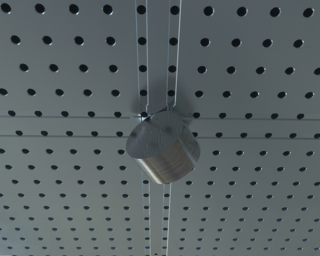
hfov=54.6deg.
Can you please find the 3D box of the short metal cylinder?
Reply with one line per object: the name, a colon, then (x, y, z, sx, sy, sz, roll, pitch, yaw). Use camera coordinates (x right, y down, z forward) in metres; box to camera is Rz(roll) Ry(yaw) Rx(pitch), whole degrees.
short metal cylinder: (0.004, 0.024, 0.394, 0.080, 0.080, 0.050, -22, 126, 18)
